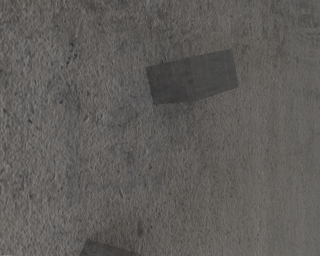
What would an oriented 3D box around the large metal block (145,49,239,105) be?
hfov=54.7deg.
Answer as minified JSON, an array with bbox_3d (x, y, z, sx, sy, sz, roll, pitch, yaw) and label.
[{"bbox_3d":[0.041,-0.066,0.403,0.081,0.080,0.050,-21,104,-38],"label":"large metal block"}]

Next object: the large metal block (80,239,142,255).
[{"bbox_3d":[-0.039,0.166,0.337,0.080,0.080,0.050,33,70,-35],"label":"large metal block"}]
